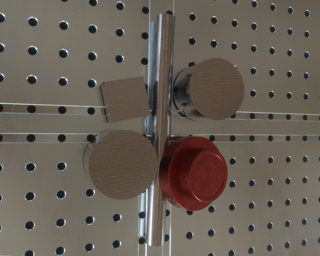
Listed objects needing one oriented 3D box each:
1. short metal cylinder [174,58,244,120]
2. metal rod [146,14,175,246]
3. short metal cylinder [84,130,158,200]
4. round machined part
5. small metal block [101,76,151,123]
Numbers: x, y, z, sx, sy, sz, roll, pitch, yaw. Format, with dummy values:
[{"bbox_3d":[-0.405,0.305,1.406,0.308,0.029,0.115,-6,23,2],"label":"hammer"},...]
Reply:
[{"bbox_3d":[0.065,-0.050,0.419,0.081,0.050,0.079,0,90,-20],"label":"short metal cylinder"},{"bbox_3d":[0.001,0.002,0.409,0.025,0.025,0.298,3,89,-20],"label":"metal rod"},{"bbox_3d":[-0.049,0.042,0.377,0.081,0.050,0.079,0,90,-20],"label":"short metal cylinder"},{"bbox_3d":[0.051,0.060,0.405,0.099,0.042,0.097,0,89,-36],"label":"round machined part"},{"bbox_3d":[-0.044,-0.036,0.392,0.050,0.025,0.050,-12,94,-20],"label":"small metal block"}]
